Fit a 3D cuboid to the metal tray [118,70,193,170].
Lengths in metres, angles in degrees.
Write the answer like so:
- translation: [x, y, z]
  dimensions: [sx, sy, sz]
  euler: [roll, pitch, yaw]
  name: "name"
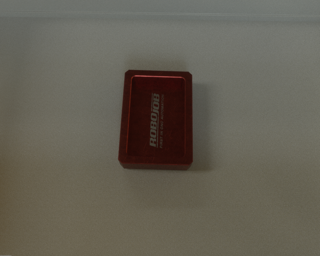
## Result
- translation: [-0.004, -0.012, 0.408]
  dimensions: [0.091, 0.030, 0.130]
  euler: [2, 70, 0]
  name: "metal tray"
